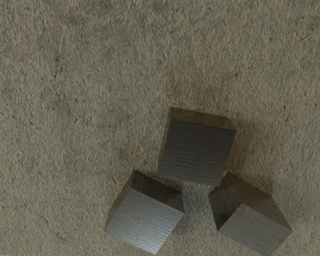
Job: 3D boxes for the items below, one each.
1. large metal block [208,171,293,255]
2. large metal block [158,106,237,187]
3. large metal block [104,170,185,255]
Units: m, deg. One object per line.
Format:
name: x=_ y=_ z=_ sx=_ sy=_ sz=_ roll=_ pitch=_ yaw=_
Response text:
large metal block: x=0.119 y=0.116 z=0.424 sx=0.080 sy=0.080 sz=0.050 roll=31 pitch=107 yaw=-11
large metal block: x=0.045 y=0.024 z=0.405 sx=0.081 sy=0.050 sz=0.079 roll=10 pitch=110 yaw=-4
large metal block: x=-0.022 y=0.119 z=0.440 sx=0.080 sy=0.050 sz=0.080 roll=28 pitch=108 yaw=-10
